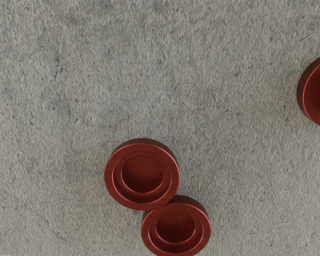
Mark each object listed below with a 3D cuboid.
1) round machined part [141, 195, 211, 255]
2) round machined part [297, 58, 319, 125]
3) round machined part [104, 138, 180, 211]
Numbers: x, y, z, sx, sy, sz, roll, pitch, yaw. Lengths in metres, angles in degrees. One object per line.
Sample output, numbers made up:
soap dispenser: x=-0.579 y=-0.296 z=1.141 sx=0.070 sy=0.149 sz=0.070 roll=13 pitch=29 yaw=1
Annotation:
round machined part: x=0.022 y=0.139 z=0.452 sx=0.099 sy=0.042 sz=0.097 roll=0 pitch=110 yaw=0
round machined part: x=0.228 y=-0.044 z=0.386 sx=0.099 sy=0.042 sz=0.097 roll=0 pitch=110 yaw=0
round machined part: x=-0.023 y=0.059 z=0.421 sx=0.099 sy=0.042 sz=0.097 roll=0 pitch=108 yaw=1
